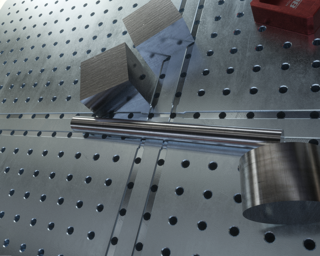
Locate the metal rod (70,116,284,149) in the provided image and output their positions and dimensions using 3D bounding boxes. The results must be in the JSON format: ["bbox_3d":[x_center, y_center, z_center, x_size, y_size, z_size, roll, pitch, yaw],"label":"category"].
[{"bbox_3d":[0.001,0.004,0.405,0.300,0.025,0.025,4,64,30],"label":"metal rod"}]

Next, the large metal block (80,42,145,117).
[{"bbox_3d":[-0.074,-0.073,0.476,0.080,0.050,0.080,-20,54,16],"label":"large metal block"}]

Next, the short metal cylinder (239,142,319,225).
[{"bbox_3d":[0.114,0.053,0.280,0.080,0.080,0.050,-10,58,23],"label":"short metal cylinder"}]

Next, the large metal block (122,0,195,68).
[{"bbox_3d":[-0.004,-0.155,0.489,0.080,0.050,0.080,-30,52,9],"label":"large metal block"}]

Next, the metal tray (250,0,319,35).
[{"bbox_3d":[0.198,-0.193,0.419,0.090,0.030,0.130,33,80,38],"label":"metal tray"}]
